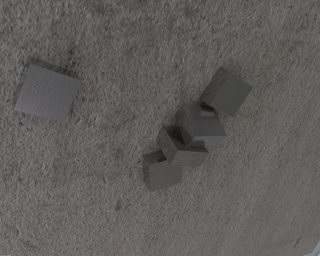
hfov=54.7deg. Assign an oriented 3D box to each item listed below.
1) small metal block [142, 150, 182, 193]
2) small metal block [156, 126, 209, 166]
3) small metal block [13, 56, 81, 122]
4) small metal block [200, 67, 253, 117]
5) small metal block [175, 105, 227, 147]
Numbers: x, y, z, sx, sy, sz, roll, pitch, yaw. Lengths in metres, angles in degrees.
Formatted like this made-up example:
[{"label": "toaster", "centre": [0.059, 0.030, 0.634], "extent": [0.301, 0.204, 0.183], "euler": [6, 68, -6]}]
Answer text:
[{"label": "small metal block", "centre": [0.004, 0.059, 0.445], "extent": [0.050, 0.025, 0.050], "euler": [-14, 125, -21]}, {"label": "small metal block", "centre": [0.030, 0.025, 0.420], "extent": [0.050, 0.050, 0.025], "euler": [7, 123, -32]}, {"label": "small metal block", "centre": [-0.117, -0.039, 0.319], "extent": [0.050, 0.025, 0.050], "euler": [16, 110, -35]}, {"label": "small metal block", "centre": [0.092, -0.049, 0.427], "extent": [0.050, 0.025, 0.050], "euler": [21, 107, -36]}, {"label": "small metal block", "centre": [0.054, -0.003, 0.414], "extent": [0.050, 0.050, 0.025], "euler": [0, 145, -29]}]
